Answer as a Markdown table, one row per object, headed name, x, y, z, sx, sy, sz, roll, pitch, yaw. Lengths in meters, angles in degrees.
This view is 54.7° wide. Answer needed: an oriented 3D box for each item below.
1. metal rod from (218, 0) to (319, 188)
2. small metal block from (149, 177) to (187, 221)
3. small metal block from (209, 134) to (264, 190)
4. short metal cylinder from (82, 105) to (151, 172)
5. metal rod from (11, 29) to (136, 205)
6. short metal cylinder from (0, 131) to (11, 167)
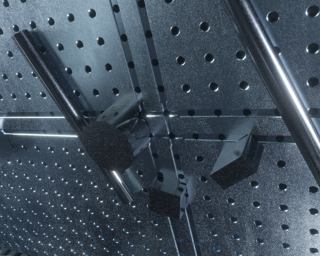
| name | x | y | z | sx | sy | sz | roll | pitch | yaw |
| --- | --- | --- | --- | --- | --- | --- | --- | --- | --- |
| metal rod | 0.130 | -0.033 | 0.322 | 0.025 | 0.025 | 0.299 | -24 | 106 | 36 |
| small metal block | 0.012 | 0.107 | 0.472 | 0.050 | 0.025 | 0.050 | 13 | 124 | 21 |
| small metal block | 0.092 | 0.040 | 0.371 | 0.025 | 0.050 | 0.050 | 46 | 129 | -4 |
| short metal cylinder | -0.061 | 0.014 | 0.436 | 0.080 | 0.050 | 0.079 | 13 | 124 | 21 |
| metal rod | -0.124 | -0.007 | 0.472 | 0.025 | 0.025 | 0.299 | -19 | 108 | 35 |
| short metal cylinder | -0.330 | 0.042 | 0.576 | 0.050 | 0.080 | 0.080 | -20 | 108 | 36 |
